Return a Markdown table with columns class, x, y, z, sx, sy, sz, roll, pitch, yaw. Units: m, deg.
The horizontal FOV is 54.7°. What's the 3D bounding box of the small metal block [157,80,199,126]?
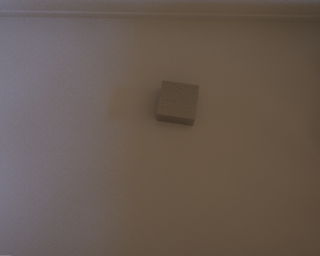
| class | x | y | z | sx | sy | sz | roll | pitch | yaw |
| --- | --- | --- | --- | --- | --- | --- | --- | --- | --- |
| small metal block | 0.024 | -0.034 | 0.422 | 0.050 | 0.025 | 0.050 | 9 | 70 | 3 |
